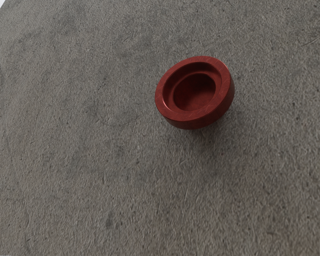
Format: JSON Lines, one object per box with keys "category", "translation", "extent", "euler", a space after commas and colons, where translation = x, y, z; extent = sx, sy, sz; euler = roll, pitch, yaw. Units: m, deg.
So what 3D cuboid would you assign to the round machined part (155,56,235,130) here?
{"category": "round machined part", "translation": [0.046, -0.040, 0.394], "extent": [0.098, 0.042, 0.098], "euler": [-13, 56, 21]}
